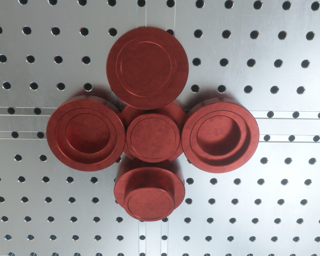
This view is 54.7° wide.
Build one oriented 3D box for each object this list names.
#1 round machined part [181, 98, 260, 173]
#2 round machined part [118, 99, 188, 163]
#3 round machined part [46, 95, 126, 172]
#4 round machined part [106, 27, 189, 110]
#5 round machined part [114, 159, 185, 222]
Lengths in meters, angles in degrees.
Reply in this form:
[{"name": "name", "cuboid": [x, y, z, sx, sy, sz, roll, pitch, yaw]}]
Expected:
[{"name": "round machined part", "cuboid": [0.076, 0.007, 0.407, 0.099, 0.042, 0.097, 0, 110, -1]}, {"name": "round machined part", "cuboid": [-0.009, 0.006, 0.405, 0.099, 0.042, 0.097, 0, 110, -1]}, {"name": "round machined part", "cuboid": [-0.092, 0.004, 0.404, 0.099, 0.042, 0.097, 0, 110, -1]}, {"name": "round machined part", "cuboid": [-0.015, -0.070, 0.366, 0.099, 0.042, 0.097, 0, 96, 1]}, {"name": "round machined part", "cuboid": [-0.014, 0.091, 0.425, 0.099, 0.042, 0.097, 0, 125, 0]}]
